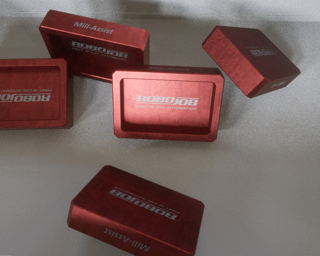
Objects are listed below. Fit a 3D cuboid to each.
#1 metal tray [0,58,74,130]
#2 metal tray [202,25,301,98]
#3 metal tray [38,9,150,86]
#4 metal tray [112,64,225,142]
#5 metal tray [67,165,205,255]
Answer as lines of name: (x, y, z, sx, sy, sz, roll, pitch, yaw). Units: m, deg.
metal tray: (-0.184, -0.043, 0.408, 0.131, 0.030, 0.089, -1, 85, -1)
metal tray: (0.122, -0.089, 0.401, 0.131, 0.030, 0.090, -18, 65, -49)
metal tray: (-0.081, -0.099, 0.408, 0.131, 0.090, 0.030, 13, 64, 4)
metal tray: (0.009, -0.031, 0.388, 0.131, 0.089, 0.030, 3, 27, 0)
metal tray: (-0.021, 0.094, 0.342, 0.131, 0.090, 0.030, 21, 113, 7)
